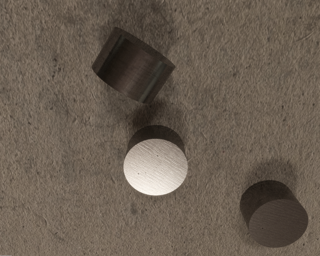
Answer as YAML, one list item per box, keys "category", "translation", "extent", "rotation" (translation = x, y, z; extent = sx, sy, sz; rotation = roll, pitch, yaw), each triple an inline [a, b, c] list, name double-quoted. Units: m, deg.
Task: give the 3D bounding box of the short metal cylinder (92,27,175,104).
- category: "short metal cylinder"
  translation: [-0.030, -0.071, 0.354]
  extent: [0.080, 0.080, 0.050]
  rotation: [31, 107, -11]

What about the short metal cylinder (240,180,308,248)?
- category: "short metal cylinder"
  translation: [0.161, 0.122, 0.444]
  extent: [0.081, 0.050, 0.079]
  rotation: [0, 110, -1]

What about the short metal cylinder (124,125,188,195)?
- category: "short metal cylinder"
  translation: [-0.006, 0.042, 0.412]
  extent: [0.081, 0.050, 0.079]
  rotation: [0, 110, -1]
